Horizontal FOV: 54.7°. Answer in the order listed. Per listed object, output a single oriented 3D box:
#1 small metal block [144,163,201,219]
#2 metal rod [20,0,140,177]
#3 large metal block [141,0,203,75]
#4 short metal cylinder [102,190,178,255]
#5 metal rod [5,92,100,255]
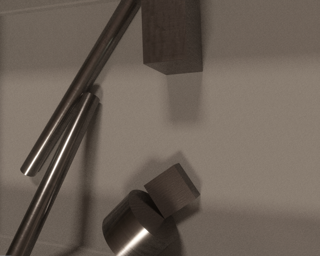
[{"bbox_3d":[0.016,0.081,0.404,0.050,0.025,0.050,-37,79,16],"label":"small metal block"},{"bbox_3d":[-0.121,-0.053,0.451,0.025,0.025,0.299,38,102,16],"label":"metal rod"},{"bbox_3d":[0.017,-0.112,0.375,0.050,0.080,0.079,-2,89,20],"label":"large metal block"},{"bbox_3d":[-0.025,0.125,0.389,0.080,0.080,0.050,46,104,14],"label":"short metal cylinder"},{"bbox_3d":[-0.143,0.085,0.385,0.025,0.025,0.300,10,64,19],"label":"metal rod"}]
